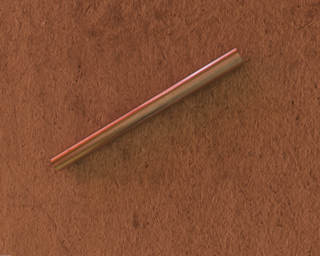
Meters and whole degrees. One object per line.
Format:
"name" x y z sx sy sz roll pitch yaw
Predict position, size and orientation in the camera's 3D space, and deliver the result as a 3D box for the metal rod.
"metal rod" -0.028 -0.017 0.419 0.300 0.025 0.025 -29 81 17
